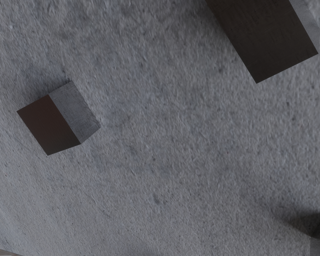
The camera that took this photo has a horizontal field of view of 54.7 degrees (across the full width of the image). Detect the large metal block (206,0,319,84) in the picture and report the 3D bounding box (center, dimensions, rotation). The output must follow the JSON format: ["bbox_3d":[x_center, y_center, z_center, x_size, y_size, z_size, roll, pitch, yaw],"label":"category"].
[{"bbox_3d":[0.091,-0.096,0.263,0.050,0.080,0.080,-27,104,37],"label":"large metal block"}]

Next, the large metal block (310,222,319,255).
[{"bbox_3d":[0.221,0.155,0.351,0.080,0.080,0.050,19,126,16],"label":"large metal block"}]

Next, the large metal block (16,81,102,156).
[{"bbox_3d":[-0.149,-0.013,0.459,0.080,0.050,0.080,-18,109,35],"label":"large metal block"}]
